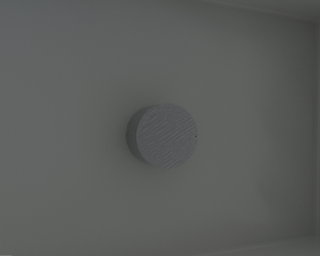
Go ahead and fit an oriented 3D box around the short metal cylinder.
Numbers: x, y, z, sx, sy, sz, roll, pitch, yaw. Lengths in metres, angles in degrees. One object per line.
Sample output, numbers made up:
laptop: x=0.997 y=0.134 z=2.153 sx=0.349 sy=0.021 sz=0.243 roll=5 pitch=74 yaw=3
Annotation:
short metal cylinder: x=0.001 y=0.010 z=0.399 sx=0.081 sy=0.050 sz=0.079 roll=0 pitch=90 yaw=-21
